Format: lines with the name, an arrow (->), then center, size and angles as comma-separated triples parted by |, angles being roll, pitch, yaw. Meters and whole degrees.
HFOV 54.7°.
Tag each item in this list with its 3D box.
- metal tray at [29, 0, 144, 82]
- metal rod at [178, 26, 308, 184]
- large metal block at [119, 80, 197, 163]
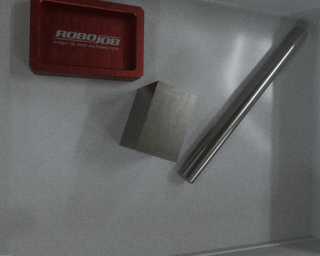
metal tray -> -0.086, -0.107, 0.376 | 0.131, 0.030, 0.089 | 1, 90, -21
metal rod -> 0.129, -0.042, 0.459 | 0.025, 0.025, 0.300 | 44, 76, -15
large metal block -> -0.005, -0.007, 0.380 | 0.050, 0.080, 0.080 | 20, 83, -19
